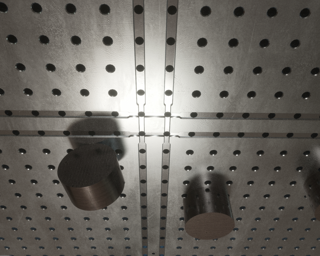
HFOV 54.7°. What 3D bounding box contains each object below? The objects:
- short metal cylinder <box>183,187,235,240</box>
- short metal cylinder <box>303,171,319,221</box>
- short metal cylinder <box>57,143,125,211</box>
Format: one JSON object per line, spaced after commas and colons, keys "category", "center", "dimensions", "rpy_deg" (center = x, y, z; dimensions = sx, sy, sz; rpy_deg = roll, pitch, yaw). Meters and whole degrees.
{"category": "short metal cylinder", "center": [0.080, 0.143, 0.519], "dimensions": [0.081, 0.050, 0.079], "rpy_deg": [0, 130, 0]}
{"category": "short metal cylinder", "center": [0.278, 0.108, 0.492], "dimensions": [0.081, 0.050, 0.079], "rpy_deg": [0, 130, 0]}
{"category": "short metal cylinder", "center": [-0.094, 0.067, 0.431], "dimensions": [0.080, 0.080, 0.050], "rpy_deg": [-6, 130, 5]}
